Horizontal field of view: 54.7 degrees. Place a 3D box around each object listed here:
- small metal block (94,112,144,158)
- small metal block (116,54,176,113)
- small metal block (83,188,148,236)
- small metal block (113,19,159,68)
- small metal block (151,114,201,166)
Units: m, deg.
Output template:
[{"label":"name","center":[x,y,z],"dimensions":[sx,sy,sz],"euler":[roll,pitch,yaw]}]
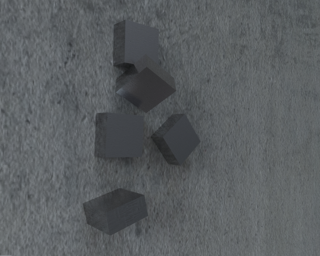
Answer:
[{"label":"small metal block","center":[-0.048,0.009,0.366],"dimensions":[0.050,0.025,0.050],"euler":[4,88,-40]},{"label":"small metal block","center":[-0.017,-0.052,0.373],"dimensions":[0.050,0.050,0.025],"euler":[34,33,-35]},{"label":"small metal block","center":[-0.050,0.092,0.348],"dimensions":[0.050,0.050,0.025],"euler":[-17,101,-39]},{"label":"small metal block","center":[-0.029,-0.100,0.382],"dimensions":[0.050,0.025,0.050],"euler":[2,89,-40]},{"label":"small metal block","center":[0.023,0.015,0.426],"dimensions":[0.050,0.025,0.050],"euler":[-46,118,-30]}]
